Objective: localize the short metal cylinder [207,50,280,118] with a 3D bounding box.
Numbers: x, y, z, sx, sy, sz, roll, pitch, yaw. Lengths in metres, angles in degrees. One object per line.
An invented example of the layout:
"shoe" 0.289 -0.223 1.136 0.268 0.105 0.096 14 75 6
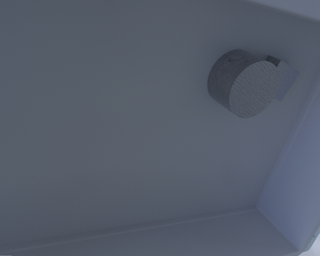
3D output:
"short metal cylinder" 0.112 -0.060 0.419 0.081 0.050 0.079 -14 125 -21

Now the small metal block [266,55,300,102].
"small metal block" 0.171 -0.073 0.460 0.050 0.025 0.050 16 110 -35
